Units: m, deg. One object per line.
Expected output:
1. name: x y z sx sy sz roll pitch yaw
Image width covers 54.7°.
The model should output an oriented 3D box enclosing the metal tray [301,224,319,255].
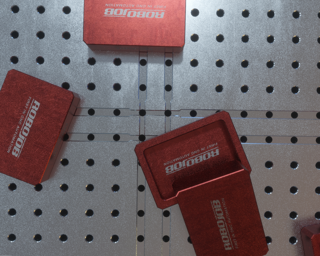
1. metal tray: 0.266 0.170 0.414 0.131 0.030 0.089 -10 90 -1

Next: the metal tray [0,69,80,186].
1. metal tray: -0.173 -0.001 0.409 0.090 0.030 0.129 21 90 -1

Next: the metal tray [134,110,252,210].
1. metal tray: 0.042 0.041 0.411 0.131 0.030 0.090 -22 90 -1

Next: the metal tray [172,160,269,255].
1. metal tray: 0.078 0.114 0.392 0.090 0.030 0.129 -19 108 -1

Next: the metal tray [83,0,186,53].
1. metal tray: -0.032 -0.150 0.410 0.131 0.030 0.089 2 90 -1
